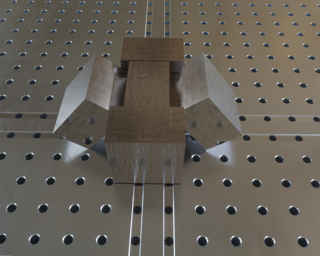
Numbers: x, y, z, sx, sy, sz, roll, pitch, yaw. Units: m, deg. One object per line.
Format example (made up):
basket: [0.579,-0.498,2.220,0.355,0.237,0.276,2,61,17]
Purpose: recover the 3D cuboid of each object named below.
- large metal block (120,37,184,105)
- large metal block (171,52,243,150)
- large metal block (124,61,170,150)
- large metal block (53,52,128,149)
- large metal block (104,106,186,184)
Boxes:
large metal block: [-0.009,-0.079,0.436,0.081,0.080,0.050,1,50,0]
large metal block: [0.057,-0.033,0.389,0.050,0.080,0.080,-26,43,28]
large metal block: [-0.014,-0.028,0.394,0.050,0.080,0.080,1,50,0]
large metal block: [-0.085,-0.033,0.390,0.050,0.080,0.080,28,43,-29]
large metal block: [-0.015,0.021,0.353,0.081,0.080,0.050,1,50,0]
